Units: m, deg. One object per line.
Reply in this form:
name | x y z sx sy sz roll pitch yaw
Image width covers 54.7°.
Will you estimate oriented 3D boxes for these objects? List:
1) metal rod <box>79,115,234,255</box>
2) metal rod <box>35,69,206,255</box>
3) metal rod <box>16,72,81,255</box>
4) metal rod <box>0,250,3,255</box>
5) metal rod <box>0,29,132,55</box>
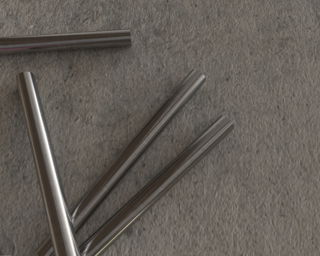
metal rod | -0.021 0.089 0.375 0.301 0.025 0.025 -41 76 -14
metal rod | -0.039 0.036 0.394 0.025 0.025 0.301 37 74 12
metal rod | -0.133 0.053 0.367 0.025 0.025 0.299 -20 64 -8
metal rod | -0.212 0.122 0.360 0.025 0.025 0.299 -33 74 -12
metal rod | -0.193 -0.121 0.450 0.302 0.025 0.025 -5 70 -2
